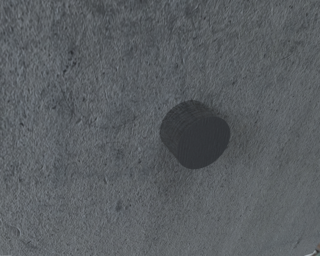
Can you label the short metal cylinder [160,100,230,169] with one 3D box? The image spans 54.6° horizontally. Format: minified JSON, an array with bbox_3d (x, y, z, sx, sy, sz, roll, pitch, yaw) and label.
[{"bbox_3d":[0.047,0.009,0.421,0.081,0.050,0.080,-14,124,-21],"label":"short metal cylinder"}]
